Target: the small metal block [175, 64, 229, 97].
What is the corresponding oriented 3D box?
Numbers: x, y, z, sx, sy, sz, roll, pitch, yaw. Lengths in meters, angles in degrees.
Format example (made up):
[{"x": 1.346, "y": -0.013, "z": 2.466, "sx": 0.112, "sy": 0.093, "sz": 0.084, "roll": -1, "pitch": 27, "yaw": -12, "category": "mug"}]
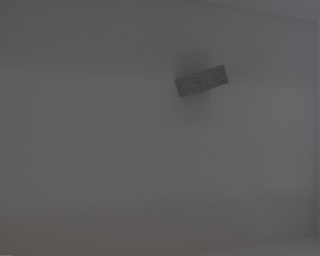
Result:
[{"x": 0.055, "y": -0.063, "z": 0.417, "sx": 0.050, "sy": 0.050, "sz": 0.025, "roll": -19, "pitch": 97, "yaw": -19, "category": "small metal block"}]
